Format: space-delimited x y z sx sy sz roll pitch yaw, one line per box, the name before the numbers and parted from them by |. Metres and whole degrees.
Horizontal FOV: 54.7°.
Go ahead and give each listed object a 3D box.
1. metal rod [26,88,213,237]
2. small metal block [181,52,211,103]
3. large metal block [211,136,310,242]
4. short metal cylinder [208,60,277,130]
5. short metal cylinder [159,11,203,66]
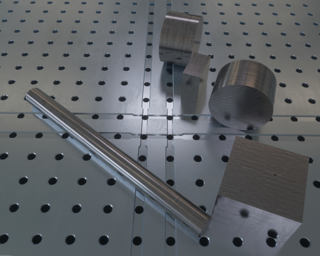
metal rod | -0.067 0.028 0.383 0.300 0.025 0.025 33 57 24
small metal block | 0.052 -0.073 0.454 0.025 0.050 0.050 18 52 14
large metal block | 0.109 0.064 0.338 0.080 0.050 0.080 17 52 14
short metal cylinder | 0.109 -0.042 0.408 0.080 0.080 0.050 14 52 11
short metal cylinder | 0.034 -0.140 0.490 0.050 0.080 0.080 13 51 11
